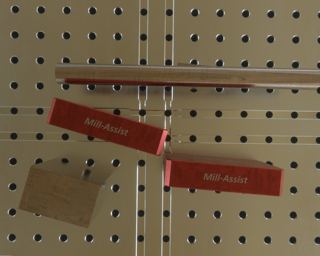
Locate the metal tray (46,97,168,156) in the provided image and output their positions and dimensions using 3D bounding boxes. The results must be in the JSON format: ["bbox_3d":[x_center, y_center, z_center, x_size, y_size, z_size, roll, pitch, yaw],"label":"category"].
[{"bbox_3d":[-0.058,-0.002,0.380,0.131,0.090,0.030,16,90,-1],"label":"metal tray"}]

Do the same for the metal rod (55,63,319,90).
[{"bbox_3d":[0.032,-0.061,0.363,0.302,0.025,0.025,1,90,-1],"label":"metal rod"}]

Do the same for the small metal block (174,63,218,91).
[{"bbox_3d":[0.045,-0.065,0.401,0.050,0.050,0.025,6,90,-1],"label":"small metal block"}]

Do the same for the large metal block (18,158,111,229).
[{"bbox_3d":[-0.112,0.077,0.384,0.080,0.080,0.050,16,90,-1],"label":"large metal block"}]

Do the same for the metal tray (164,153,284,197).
[{"bbox_3d":[0.071,0.054,0.381,0.131,0.090,0.030,5,90,-1],"label":"metal tray"}]
